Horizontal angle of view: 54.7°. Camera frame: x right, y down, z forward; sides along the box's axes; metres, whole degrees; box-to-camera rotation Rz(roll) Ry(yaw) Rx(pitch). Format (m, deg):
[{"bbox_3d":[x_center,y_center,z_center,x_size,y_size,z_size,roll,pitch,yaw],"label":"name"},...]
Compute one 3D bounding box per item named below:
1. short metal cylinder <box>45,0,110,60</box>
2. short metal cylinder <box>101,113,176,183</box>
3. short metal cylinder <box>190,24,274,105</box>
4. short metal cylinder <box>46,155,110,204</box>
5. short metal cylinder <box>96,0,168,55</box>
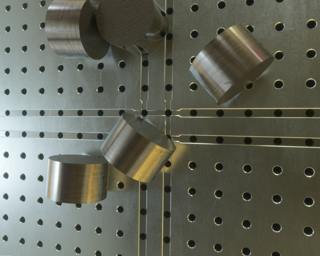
[{"bbox_3d":[-0.108,-0.134,0.420,0.050,0.080,0.079,7,92,19],"label":"short metal cylinder"},{"bbox_3d":[-0.027,0.024,0.392,0.080,0.080,0.050,38,102,16],"label":"short metal cylinder"},{"bbox_3d":[0.081,-0.071,0.355,0.080,0.080,0.050,-41,77,15],"label":"short metal cylinder"},{"bbox_3d":[-0.111,0.067,0.421,0.080,0.080,0.050,6,92,19],"label":"short metal cylinder"},{"bbox_3d":[-0.036,-0.142,0.411,0.080,0.050,0.079,0,90,19],"label":"short metal cylinder"}]
